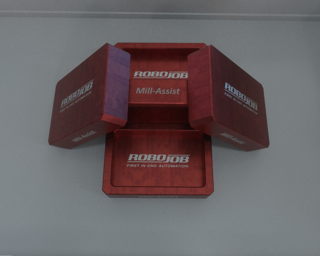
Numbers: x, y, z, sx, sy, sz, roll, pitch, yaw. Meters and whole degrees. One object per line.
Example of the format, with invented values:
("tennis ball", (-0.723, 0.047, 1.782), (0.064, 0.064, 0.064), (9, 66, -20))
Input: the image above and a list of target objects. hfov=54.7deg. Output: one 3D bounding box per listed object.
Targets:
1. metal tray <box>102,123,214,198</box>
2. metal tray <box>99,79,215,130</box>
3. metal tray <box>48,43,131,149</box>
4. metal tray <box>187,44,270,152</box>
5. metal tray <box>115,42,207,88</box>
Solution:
("metal tray", (-0.002, 0.041, 0.388), (0.131, 0.030, 0.090), (1, 70, -1))
("metal tray", (-0.003, -0.026, 0.383), (0.131, 0.090, 0.030), (1, 70, -1))
("metal tray", (-0.087, -0.032, 0.370), (0.030, 0.130, 0.090), (18, 64, -39))
("metal tray", (0.085, -0.030, 0.370), (0.030, 0.131, 0.090), (-17, 64, 40))
("metal tray", (0.002, -0.073, 0.431), (0.131, 0.030, 0.090), (0, 70, -1))
